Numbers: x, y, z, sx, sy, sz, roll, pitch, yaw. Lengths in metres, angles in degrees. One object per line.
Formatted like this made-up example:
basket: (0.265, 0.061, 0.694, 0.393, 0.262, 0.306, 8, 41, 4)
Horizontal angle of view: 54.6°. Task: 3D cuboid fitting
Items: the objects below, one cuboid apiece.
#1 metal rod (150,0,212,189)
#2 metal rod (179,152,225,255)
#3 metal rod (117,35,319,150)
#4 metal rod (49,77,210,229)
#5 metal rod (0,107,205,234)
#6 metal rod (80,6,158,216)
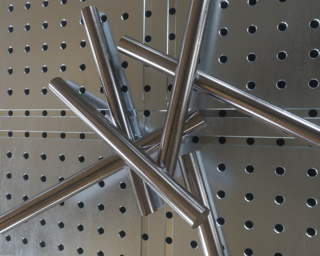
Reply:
metal rod: (0.032, -0.072, 0.374, 0.025, 0.025, 0.299, 12, 88, 19)
metal rod: (0.073, 0.177, 0.386, 0.025, 0.025, 0.299, -17, 84, 19)
metal rod: (0.074, -0.047, 0.386, 0.300, 0.025, 0.025, 29, 100, 17)
metal rod: (-0.058, 0.012, 0.388, 0.300, 0.025, 0.025, 38, 103, 33)
metal rod: (-0.080, 0.057, 0.403, 0.301, 0.025, 0.025, -29, 80, 3)
metal rod: (-0.059, -0.028, 0.433, 0.025, 0.025, 0.299, -19, 84, 19)
